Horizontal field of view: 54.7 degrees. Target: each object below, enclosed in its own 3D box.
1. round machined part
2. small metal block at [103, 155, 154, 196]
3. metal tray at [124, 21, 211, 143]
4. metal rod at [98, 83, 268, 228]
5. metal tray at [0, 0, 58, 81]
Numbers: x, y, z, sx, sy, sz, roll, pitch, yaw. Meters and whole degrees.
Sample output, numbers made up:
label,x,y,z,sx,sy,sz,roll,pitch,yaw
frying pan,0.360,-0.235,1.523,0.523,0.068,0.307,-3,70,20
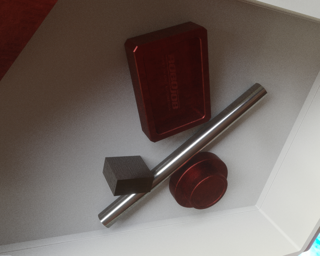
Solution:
label,x,y,z,sx,sy,sz,roll,pitch,yaw
round machined part,0.068,0.090,0.493,0.099,0.042,0.097,-14,125,-21
small metal block,-0.043,0.062,0.409,0.050,0.050,0.025,0,119,-29
metal tray,0.015,-0.054,0.381,0.091,0.030,0.129,-21,127,-16
metal rod,0.034,0.039,0.453,0.300,0.025,0.025,-40,130,-2
metal tray,-0.143,-0.075,0.219,0.130,0.030,0.091,-33,165,36
